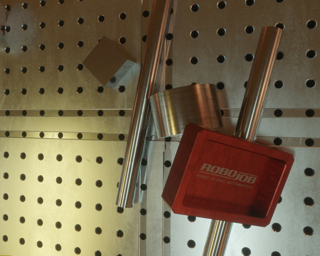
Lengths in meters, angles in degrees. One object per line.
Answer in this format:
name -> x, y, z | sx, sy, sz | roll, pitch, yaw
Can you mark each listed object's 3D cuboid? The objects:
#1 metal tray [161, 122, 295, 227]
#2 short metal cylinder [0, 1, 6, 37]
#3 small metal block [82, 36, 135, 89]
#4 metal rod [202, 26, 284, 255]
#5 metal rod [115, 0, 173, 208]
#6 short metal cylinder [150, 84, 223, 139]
metal tray -> 0.077, 0.054, 0.339 | 0.131, 0.030, 0.089 | 16, 97, -24
short metal cylinder -> -0.293, -0.176, 0.484 | 0.050, 0.080, 0.079 | 14, 95, 19
small metal block -> -0.072, -0.092, 0.437 | 0.050, 0.025, 0.050 | 46, 104, 13
metal rod -> 0.098, 0.028, 0.377 | 0.025, 0.025, 0.298 | 15, 95, 19
metal rod -> -0.021, -0.040, 0.419 | 0.025, 0.025, 0.298 | 12, 94, 19
short metal cylinder -> 0.031, -0.019, 0.372 | 0.080, 0.080, 0.050 | -11, 87, 19
